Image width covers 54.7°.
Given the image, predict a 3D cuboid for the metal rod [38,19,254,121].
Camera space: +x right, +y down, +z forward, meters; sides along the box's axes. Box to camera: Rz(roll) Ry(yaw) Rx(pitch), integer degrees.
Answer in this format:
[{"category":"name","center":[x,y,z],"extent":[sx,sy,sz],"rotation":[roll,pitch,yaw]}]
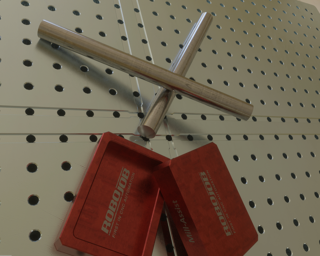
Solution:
[{"category":"metal rod","center":[-0.015,-0.076,0.421],"extent":[0.302,0.025,0.025],"rotation":[21,53,-6]}]

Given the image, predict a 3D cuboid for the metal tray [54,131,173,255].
[{"category":"metal tray","center":[-0.043,0.077,0.335],"extent":[0.090,0.030,0.130],"rotation":[25,53,-13]}]

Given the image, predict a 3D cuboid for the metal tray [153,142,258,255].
[{"category":"metal tray","center":[0.055,0.089,0.358],"extent":[0.091,0.030,0.129],"rotation":[-17,81,-45]}]

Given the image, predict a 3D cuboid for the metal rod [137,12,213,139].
[{"category":"metal rod","center":[0.035,-0.101,0.490],"extent":[0.025,0.025,0.301],"rotation":[33,51,-8]}]
